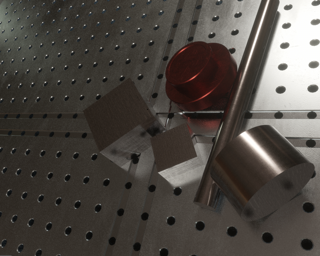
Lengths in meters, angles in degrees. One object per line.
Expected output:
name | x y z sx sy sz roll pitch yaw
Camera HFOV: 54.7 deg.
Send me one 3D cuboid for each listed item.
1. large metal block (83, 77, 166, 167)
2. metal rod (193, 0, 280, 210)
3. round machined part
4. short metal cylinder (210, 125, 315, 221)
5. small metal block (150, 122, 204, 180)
large metal block | -0.047 -0.008 0.420 0.080 0.050 0.080 -35 52 5
metal rod | 0.101 -0.046 0.382 0.025 0.025 0.300 9 66 32
round machined part | 0.046 -0.073 0.404 0.098 0.042 0.098 -24 47 28
short metal cylinder | 0.096 0.043 0.296 0.080 0.080 0.050 -37 51 3
small metal block | 0.020 0.028 0.379 0.050 0.025 0.050 -24 53 13
